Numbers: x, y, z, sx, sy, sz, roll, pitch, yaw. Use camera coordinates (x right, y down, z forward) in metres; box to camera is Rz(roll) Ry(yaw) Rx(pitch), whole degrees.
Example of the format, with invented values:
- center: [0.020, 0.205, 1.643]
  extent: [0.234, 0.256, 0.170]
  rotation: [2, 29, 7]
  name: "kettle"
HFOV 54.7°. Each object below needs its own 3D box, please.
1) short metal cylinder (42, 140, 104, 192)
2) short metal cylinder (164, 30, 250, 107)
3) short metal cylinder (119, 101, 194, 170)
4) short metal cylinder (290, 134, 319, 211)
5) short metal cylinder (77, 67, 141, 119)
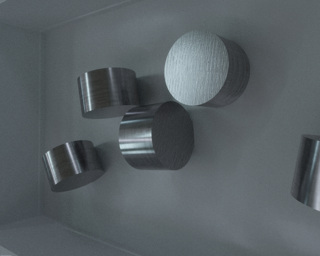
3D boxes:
- center: [-0.134, 0.060, 0.479]
  extent: [0.080, 0.081, 0.050]
  rotation: [-37, 68, 33]
  name: "short metal cylinder"
- center: [0.052, -0.064, 0.346]
  extent: [0.080, 0.050, 0.079]
  rotation: [0, 90, 39]
  name: "short metal cylinder"
- center: [-0.002, 0.010, 0.371]
  extent: [0.050, 0.081, 0.080]
  rotation: [-6, 86, 39]
  name: "short metal cylinder"
- center: [0.151, 0.037, 0.246]
  extent: [0.080, 0.081, 0.050]
  rotation: [13, 99, 39]
  name: "short metal cylinder"
- center: [-0.069, -0.045, 0.426]
  extent: [0.080, 0.081, 0.050]
  rotation: [-15, 81, 39]
  name: "short metal cylinder"
